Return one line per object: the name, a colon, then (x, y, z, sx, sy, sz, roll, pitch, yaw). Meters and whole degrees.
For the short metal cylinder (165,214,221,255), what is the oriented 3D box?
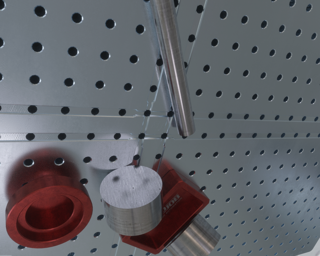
short metal cylinder: (0.055, 0.189, 0.516, 0.080, 0.050, 0.080, -44, 169, -10)

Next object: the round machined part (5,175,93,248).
round machined part: (-0.138, 0.098, 0.386, 0.099, 0.042, 0.097, -14, 124, -21)

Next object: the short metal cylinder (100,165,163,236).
short metal cylinder: (-0.036, 0.095, 0.414, 0.081, 0.080, 0.050, -16, 125, -20)

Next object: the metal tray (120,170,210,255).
metal tray: (0.007, 0.137, 0.496, 0.130, 0.030, 0.090, -46, 129, 4)

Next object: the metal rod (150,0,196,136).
metal rod: (0.007, -0.113, 0.345, 0.025, 0.025, 0.298, -24, 128, -13)
